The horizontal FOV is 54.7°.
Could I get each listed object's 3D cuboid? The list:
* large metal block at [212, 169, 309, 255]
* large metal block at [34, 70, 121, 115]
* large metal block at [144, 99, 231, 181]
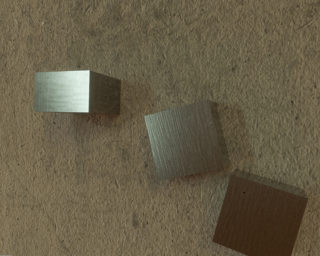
[{"bbox_3d":[0.114,0.100,0.355,0.080,0.050,0.080,16,95,19],"label":"large metal block"},{"bbox_3d":[-0.108,-0.045,0.418,0.080,0.080,0.050,2,91,20],"label":"large metal block"},{"bbox_3d":[0.035,0.015,0.383,0.080,0.050,0.080,-14,85,19],"label":"large metal block"}]
